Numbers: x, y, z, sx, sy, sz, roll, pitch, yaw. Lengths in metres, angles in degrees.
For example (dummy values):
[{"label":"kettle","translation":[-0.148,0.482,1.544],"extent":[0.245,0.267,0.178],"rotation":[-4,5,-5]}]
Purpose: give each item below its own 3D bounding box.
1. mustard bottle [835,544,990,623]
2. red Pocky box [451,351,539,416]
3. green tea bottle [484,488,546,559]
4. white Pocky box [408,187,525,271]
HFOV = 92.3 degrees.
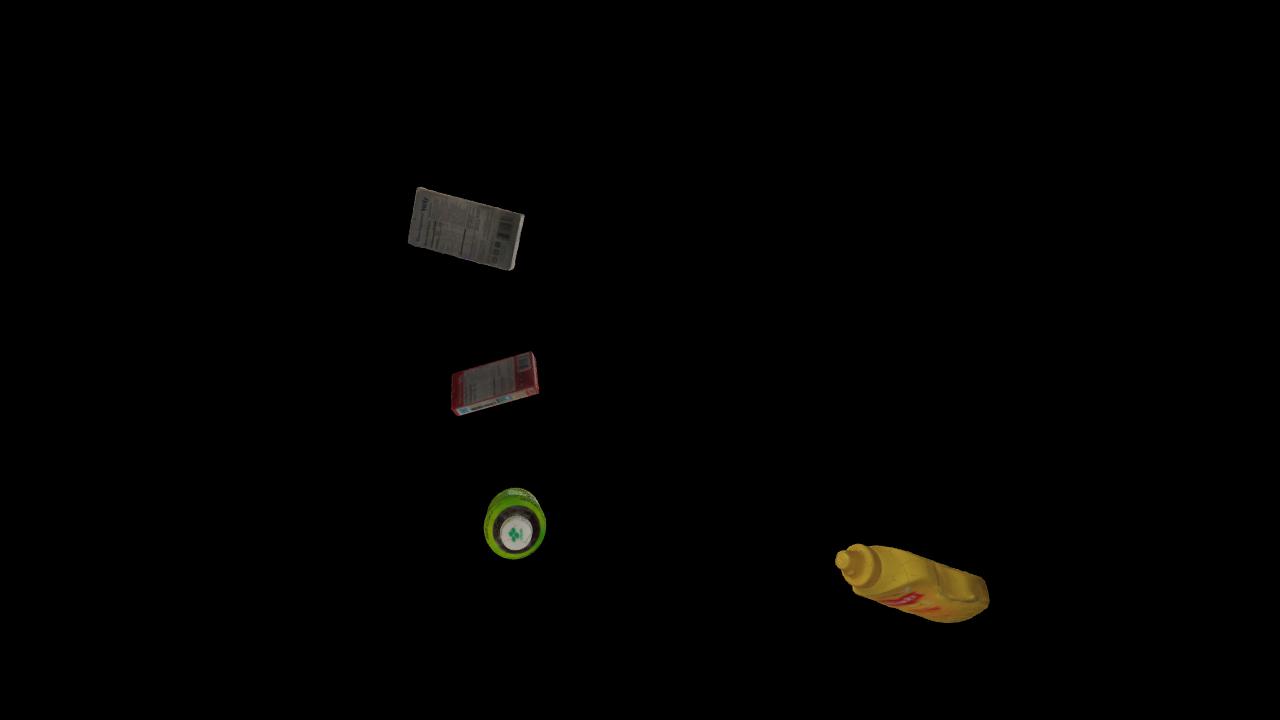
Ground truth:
[{"label":"mustard bottle","translation":[0.276,0.233,0.654],"extent":[0.184,0.054,0.092],"rotation":[25,-32,-25]},{"label":"red Pocky box","translation":[-0.258,0.042,1.093],"extent":[0.155,0.083,0.028],"rotation":[-16,-37,4]},{"label":"green tea bottle","translation":[-0.143,0.189,0.710],"extent":[0.073,0.073,0.212],"rotation":[0,-7,-14]},{"label":"white Pocky box","translation":[-0.250,-0.188,0.884],"extent":[0.154,0.084,0.028],"rotation":[15,13,0]}]
